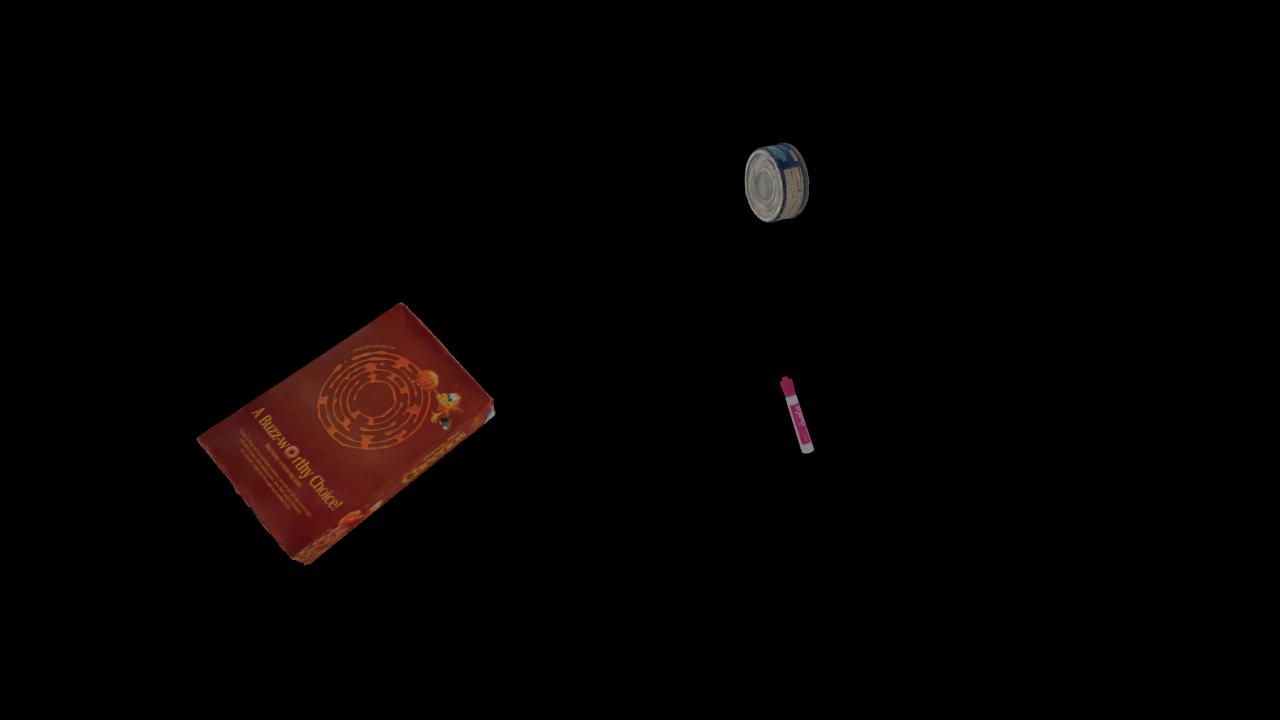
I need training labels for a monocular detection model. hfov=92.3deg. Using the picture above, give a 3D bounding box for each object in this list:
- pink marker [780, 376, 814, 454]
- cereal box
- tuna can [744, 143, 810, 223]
[{"bbox_3d":[0.233,0.081,0.916,0.020,0.121,0.020,-19,11,4],"label":"pink marker"},{"bbox_3d":[-0.375,0.087,0.822,0.306,0.203,0.081,-41,-11,-24],"label":"cereal box"},{"bbox_3d":[0.152,-0.199,0.694,0.034,0.084,0.084,-16,5,-17],"label":"tuna can"}]
